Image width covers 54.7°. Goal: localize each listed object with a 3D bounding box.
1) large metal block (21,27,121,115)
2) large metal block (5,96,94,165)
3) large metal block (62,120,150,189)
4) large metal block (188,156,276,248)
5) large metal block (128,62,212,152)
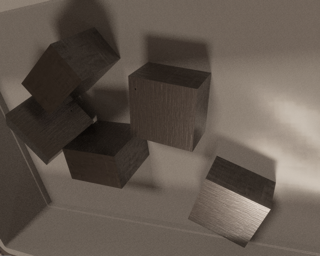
[{"bbox_3d":[-0.109,-0.071,0.385,0.080,0.080,0.050,-34,100,38],"label":"large metal block"},{"bbox_3d":[-0.156,-0.007,0.440,0.080,0.080,0.050,47,152,-5],"label":"large metal block"},{"bbox_3d":[-0.071,0.033,0.429,0.080,0.080,0.050,6,121,25],"label":"large metal block"},{"bbox_3d":[0.092,0.095,0.402,0.080,0.050,0.079,24,127,12],"label":"large metal block"},{"bbox_3d":[0.011,-0.027,0.369,0.080,0.050,0.079,14,124,20],"label":"large metal block"}]
